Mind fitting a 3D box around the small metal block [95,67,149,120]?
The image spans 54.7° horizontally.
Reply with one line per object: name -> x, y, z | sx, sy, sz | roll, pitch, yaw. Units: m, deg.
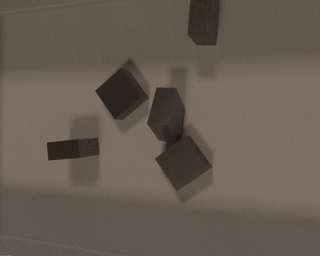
small metal block -> -0.052, -0.046, 0.428 | 0.050, 0.025, 0.050 | -39, 78, 15

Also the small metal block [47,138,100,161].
small metal block -> -0.122, 0.029, 0.439 | 0.050, 0.050, 0.025 | -6, 88, 19

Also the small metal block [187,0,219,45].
small metal block -> 0.054, -0.132, 0.378 | 0.025, 0.050, 0.050 | 6, 92, 20

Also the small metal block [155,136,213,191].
small metal block -> 0.031, 0.045, 0.399 | 0.050, 0.025, 0.050 | -38, 79, 16

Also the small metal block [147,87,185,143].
small metal block -> 0.009, -0.016, 0.384 | 0.025, 0.050, 0.050 | 5, 66, 20
